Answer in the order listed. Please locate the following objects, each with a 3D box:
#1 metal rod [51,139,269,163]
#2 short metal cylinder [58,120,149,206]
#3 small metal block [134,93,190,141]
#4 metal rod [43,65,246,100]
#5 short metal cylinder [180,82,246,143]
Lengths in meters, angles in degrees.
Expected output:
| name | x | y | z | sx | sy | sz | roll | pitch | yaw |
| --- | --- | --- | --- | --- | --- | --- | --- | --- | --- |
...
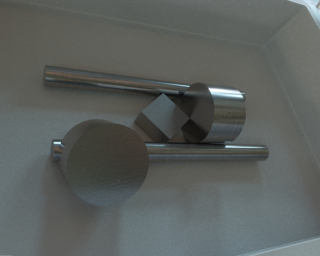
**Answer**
| name | x | y | z | sx | sy | sz | roll | pitch | yaw |
| --- | --- | --- | --- | --- | --- | --- | --- | --- | --- |
| metal rod | 0.020 | 0.031 | 0.397 | 0.303 | 0.025 | 0.025 | 3 | 61 | -27 |
| short metal cylinder | -0.058 | 0.033 | 0.315 | 0.081 | 0.050 | 0.079 | -3 | 97 | -27 |
| small metal block | 0.003 | -0.011 | 0.413 | 0.050 | 0.025 | 0.050 | 44 | 51 | 2 |
| metal rod | -0.003 | -0.055 | 0.437 | 0.303 | 0.025 | 0.025 | 3 | 61 | -27 |
| short metal cylinder | 0.069 | -0.019 | 0.420 | 0.050 | 0.080 | 0.080 | 2 | 61 | -28 |
